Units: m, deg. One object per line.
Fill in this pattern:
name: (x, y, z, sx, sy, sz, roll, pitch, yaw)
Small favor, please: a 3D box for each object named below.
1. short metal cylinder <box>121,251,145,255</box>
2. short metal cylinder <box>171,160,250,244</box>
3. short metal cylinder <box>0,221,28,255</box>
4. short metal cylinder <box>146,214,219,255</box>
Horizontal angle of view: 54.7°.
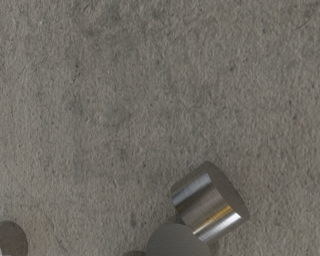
short metal cylinder: (-0.038, 0.211, 0.408, 0.080, 0.050, 0.079, 0, 90, 19)
short metal cylinder: (0.058, 0.085, 0.359, 0.050, 0.080, 0.080, -40, 78, 15)
short metal cylinder: (-0.257, 0.192, 0.484, 0.080, 0.050, 0.079, 0, 90, 19)
short metal cylinder: (0.029, 0.151, 0.385, 0.080, 0.050, 0.079, 0, 90, 19)
